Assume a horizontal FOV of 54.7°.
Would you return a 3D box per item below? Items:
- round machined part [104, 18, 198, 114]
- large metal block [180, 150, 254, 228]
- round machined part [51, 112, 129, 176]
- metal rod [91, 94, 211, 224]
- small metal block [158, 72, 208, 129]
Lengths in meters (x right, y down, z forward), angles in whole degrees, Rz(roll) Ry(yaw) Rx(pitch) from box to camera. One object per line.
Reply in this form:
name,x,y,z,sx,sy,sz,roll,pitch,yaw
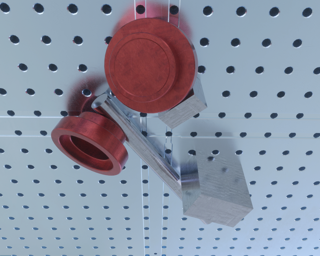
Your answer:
round machined part,-0.013,-0.062,0.319,0.098,0.042,0.097,4,104,14
large metal block,0.079,0.088,0.451,0.081,0.080,0.050,19,128,-15
round machined part,-0.084,0.017,0.397,0.098,0.042,0.098,19,148,13
metal rod,0.005,0.063,0.464,0.025,0.025,0.300,-26,126,20
small metal block,0.024,-0.034,0.365,0.050,0.050,0.025,-33,128,24
